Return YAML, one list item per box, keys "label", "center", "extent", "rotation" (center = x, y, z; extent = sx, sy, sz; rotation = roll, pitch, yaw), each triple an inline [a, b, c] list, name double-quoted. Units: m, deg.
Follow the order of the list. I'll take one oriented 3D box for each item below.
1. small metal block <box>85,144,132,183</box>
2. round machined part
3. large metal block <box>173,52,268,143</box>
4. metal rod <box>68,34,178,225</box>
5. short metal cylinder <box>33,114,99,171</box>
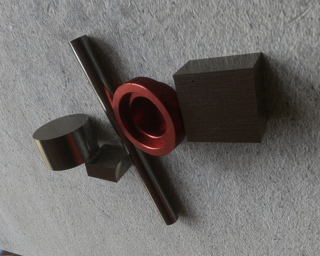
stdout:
- label: "small metal block"
  center: [-0.074, 0.051, 0.460]
  extent: [0.050, 0.050, 0.025]
  rotation: [8, 122, 23]
- label: "round machined part"
  center: [-0.008, -0.018, 0.377]
  extent: [0.098, 0.042, 0.097]
  rotation: [26, 136, 29]
- label: "large metal block"
  center: [0.068, -0.031, 0.335]
  extent: [0.080, 0.050, 0.080]
  rotation: [-1, 118, 28]
- label: "metal rod"
  center: [-0.044, 0.015, 0.437]
  extent: [0.025, 0.025, 0.299]
  rotation: [-13, 112, 33]
- label: "short metal cylinder"
  center: [-0.135, 0.019, 0.452]
  extent: [0.080, 0.080, 0.050]
  rotation: [-1, 118, 28]
